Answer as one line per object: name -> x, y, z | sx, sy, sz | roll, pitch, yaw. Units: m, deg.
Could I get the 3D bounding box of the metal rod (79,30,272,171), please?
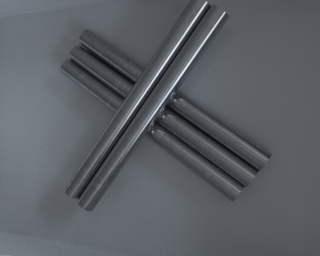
metal rod -> 0.009, -0.045, 0.406 | 0.300, 0.025, 0.025 | 36, 102, 16

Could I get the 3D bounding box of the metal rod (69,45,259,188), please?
metal rod -> -0.006, -0.024, 0.411 | 0.300, 0.025, 0.025 | 36, 102, 16

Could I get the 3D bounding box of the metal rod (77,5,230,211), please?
metal rod -> -0.015, -0.016, 0.388 | 0.025, 0.025, 0.299 | 39, 102, 16

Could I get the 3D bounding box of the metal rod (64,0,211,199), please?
metal rod -> -0.035, -0.030, 0.395 | 0.025, 0.025, 0.299 | 39, 102, 16

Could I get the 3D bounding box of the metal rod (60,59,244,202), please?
metal rod -> -0.021, -0.005, 0.416 | 0.300, 0.025, 0.025 | 36, 102, 16
